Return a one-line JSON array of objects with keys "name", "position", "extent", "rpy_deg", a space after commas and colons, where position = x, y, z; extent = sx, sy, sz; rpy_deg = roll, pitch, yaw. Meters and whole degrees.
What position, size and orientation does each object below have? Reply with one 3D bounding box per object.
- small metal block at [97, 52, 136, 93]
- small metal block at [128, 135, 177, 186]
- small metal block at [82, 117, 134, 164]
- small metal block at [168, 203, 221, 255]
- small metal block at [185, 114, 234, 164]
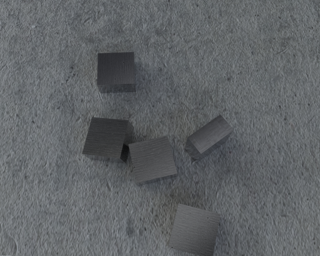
[{"name": "small metal block", "position": [-0.060, -0.078, 0.436], "extent": [0.050, 0.025, 0.050], "rpy_deg": [-2, 70, -1]}, {"name": "small metal block", "position": [-0.009, 0.042, 0.393], "extent": [0.050, 0.025, 0.050], "rpy_deg": [-13, 71, -5]}, {"name": "small metal block", "position": [-0.065, 0.016, 0.397], "extent": [0.050, 0.025, 0.050], "rpy_deg": [5, 70, 14]}, {"name": "small metal block", "position": [0.040, 0.121, 0.364], "extent": [0.050, 0.025, 0.050], "rpy_deg": [14, 71, 5]}, {"name": "small metal block", "position": [0.060, 0.015, 0.390], "extent": [0.050, 0.050, 0.025], "rpy_deg": [-34, 74, -12]}]
